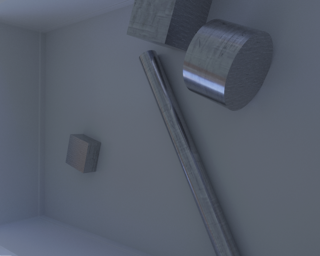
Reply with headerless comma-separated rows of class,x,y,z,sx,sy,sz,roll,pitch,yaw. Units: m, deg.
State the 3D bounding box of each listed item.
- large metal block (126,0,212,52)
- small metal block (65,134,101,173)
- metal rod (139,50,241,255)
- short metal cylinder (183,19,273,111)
large metal block,0.015,-0.134,0.352,0.050,0.080,0.079,22,104,28
small metal block,-0.126,0.041,0.508,0.050,0.025,0.050,20,102,38
metal rod,0.035,0.036,0.376,0.025,0.025,0.299,-33,70,35
short metal cylinder,0.069,-0.064,0.313,0.050,0.081,0.079,32,110,35
